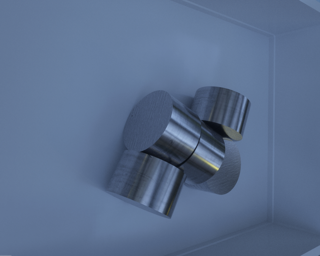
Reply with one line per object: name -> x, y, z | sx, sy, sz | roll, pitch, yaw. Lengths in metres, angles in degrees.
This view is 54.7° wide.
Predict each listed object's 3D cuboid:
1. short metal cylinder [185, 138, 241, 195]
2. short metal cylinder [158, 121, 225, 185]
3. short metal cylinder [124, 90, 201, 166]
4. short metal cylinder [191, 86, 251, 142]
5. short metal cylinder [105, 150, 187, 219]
short metal cylinder -> 0.073, 0.053, 0.452 | 0.081, 0.050, 0.079 | 0, 90, -40
short metal cylinder -> 0.036, 0.027, 0.402 | 0.050, 0.080, 0.080 | 34, 69, -36
short metal cylinder -> 0.002, 0.002, 0.372 | 0.050, 0.080, 0.080 | 32, 70, -36
short metal cylinder -> 0.083, -0.018, 0.441 | 0.080, 0.080, 0.050 | 29, 72, -37
short metal cylinder -> -0.016, 0.065, 0.358 | 0.080, 0.080, 0.050 | 36, 68, -35
